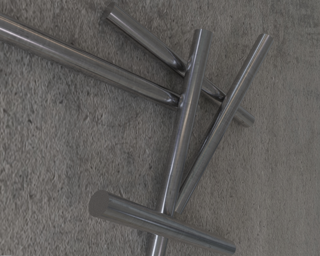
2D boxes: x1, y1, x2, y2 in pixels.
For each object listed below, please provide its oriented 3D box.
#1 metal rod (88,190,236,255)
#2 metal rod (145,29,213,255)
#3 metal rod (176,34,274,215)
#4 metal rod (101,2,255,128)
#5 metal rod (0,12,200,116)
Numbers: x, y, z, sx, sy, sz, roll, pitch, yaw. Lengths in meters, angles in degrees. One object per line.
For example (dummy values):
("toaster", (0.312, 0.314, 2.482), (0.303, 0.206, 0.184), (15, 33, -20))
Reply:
("metal rod", (0.027, 0.131, 0.390), (0.301, 0.025, 0.025), (37, 67, -46))
("metal rod", (0.025, 0.022, 0.401), (0.025, 0.025, 0.298), (13, 89, -39))
("metal rod", (0.093, -0.014, 0.454), (0.025, 0.025, 0.300), (39, 75, -33))
("metal rod", (0.046, -0.073, 0.442), (0.301, 0.025, 0.025), (30, 71, -36))
("metal rod", (-0.064, -0.064, 0.350), (0.302, 0.025, 0.025), (19, 78, -38))
